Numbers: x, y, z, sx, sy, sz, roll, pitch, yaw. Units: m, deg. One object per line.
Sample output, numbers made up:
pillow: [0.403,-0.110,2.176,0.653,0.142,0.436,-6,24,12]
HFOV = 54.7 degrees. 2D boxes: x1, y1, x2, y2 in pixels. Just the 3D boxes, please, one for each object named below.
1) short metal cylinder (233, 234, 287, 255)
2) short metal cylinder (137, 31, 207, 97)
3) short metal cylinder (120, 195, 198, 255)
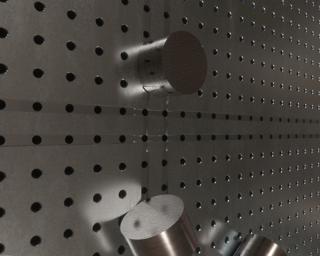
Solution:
short metal cylinder: [0.166,0.225,0.516,0.050,0.080,0.080,-42,116,-32]
short metal cylinder: [0.017,-0.082,0.409,0.081,0.050,0.079,0,90,-40]
short metal cylinder: [-0.001,0.125,0.375,0.081,0.080,0.050,-34,112,-35]
